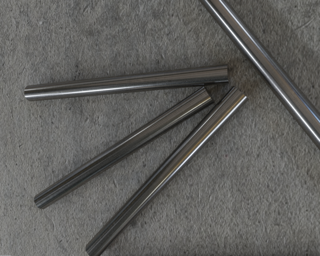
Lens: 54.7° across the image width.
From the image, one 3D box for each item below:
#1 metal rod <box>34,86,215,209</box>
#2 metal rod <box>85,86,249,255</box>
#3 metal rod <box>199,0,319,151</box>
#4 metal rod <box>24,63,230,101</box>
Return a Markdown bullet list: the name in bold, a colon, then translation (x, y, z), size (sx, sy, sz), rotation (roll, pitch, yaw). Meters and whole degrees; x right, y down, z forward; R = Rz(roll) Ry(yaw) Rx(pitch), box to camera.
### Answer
- **metal rod**: translation (-0.060, 0.035, 0.428), size (0.300, 0.025, 0.025), rotation (-32, 80, 16)
- **metal rod**: translation (0.001, 0.066, 0.407), size (0.025, 0.025, 0.299), rotation (45, 103, 14)
- **metal rod**: translation (0.133, -0.062, 0.362), size (0.025, 0.025, 0.299), rotation (-38, 78, 16)
- **metal rod**: translation (-0.058, -0.060, 0.428), size (0.301, 0.025, 0.025), rotation (-3, 89, 19)
